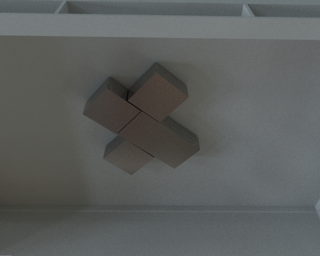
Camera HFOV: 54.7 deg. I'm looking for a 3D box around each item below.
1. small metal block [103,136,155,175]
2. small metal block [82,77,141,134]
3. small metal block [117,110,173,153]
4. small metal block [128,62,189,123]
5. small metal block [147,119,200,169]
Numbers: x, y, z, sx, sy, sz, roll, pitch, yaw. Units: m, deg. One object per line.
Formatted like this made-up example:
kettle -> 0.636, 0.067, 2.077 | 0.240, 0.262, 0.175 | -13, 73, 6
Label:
small metal block -> -0.043, 0.034, 0.435 | 0.050, 0.025, 0.050 | 35, 123, -26
small metal block -> -0.058, -0.027, 0.383 | 0.050, 0.025, 0.050 | 34, 122, -26
small metal block -> -0.019, -0.002, 0.404 | 0.050, 0.025, 0.050 | 34, 122, -26
small metal block -> -0.002, -0.042, 0.370 | 0.050, 0.025, 0.050 | 34, 121, -26
small metal block -> 0.018, 0.023, 0.426 | 0.050, 0.025, 0.050 | 34, 122, -26
